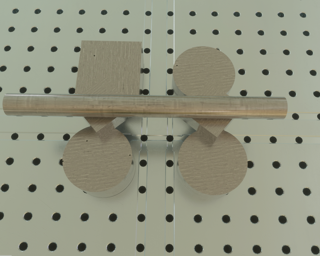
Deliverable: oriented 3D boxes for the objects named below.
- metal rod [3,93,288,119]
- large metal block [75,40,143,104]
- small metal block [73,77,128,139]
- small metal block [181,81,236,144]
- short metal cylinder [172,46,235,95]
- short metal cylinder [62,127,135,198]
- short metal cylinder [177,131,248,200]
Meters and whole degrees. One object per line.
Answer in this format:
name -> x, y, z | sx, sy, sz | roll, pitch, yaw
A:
metal rod -> -0.016, -0.024, 0.340 | 0.302, 0.025, 0.025 | 1, 70, 0
large metal block -> -0.065, -0.070, 0.423 | 0.080, 0.050, 0.080 | 1, 70, 0
small metal block -> -0.067, -0.024, 0.367 | 0.050, 0.025, 0.050 | -38, 75, -13
small metal block -> 0.060, -0.018, 0.366 | 0.050, 0.025, 0.050 | 39, 74, 13
short metal cylinder -> 0.057, -0.063, 0.422 | 0.081, 0.050, 0.080 | 0, 70, 0
short metal cylinder -> -0.072, 0.042, 0.381 | 0.081, 0.050, 0.080 | 0, 70, 0
short metal cylinder -> 0.061, 0.046, 0.382 | 0.081, 0.050, 0.080 | 0, 70, 0
